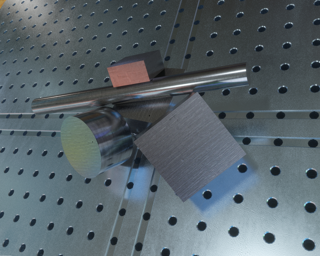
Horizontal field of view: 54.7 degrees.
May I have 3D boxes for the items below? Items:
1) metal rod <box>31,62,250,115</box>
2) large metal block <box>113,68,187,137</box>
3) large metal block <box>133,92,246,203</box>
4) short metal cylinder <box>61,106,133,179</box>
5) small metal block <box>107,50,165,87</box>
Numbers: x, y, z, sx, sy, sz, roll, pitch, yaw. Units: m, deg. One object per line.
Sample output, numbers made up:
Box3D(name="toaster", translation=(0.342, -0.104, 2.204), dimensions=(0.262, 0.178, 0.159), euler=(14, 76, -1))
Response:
Box3D(name="metal rod", translation=(-0.043, -0.044, 0.389), dimensions=(0.300, 0.025, 0.025), euler=(-5, 59, 25))
Box3D(name="large metal block", translation=(-0.007, -0.033, 0.411), dimensions=(0.080, 0.050, 0.080), euler=(12, 67, 33))
Box3D(name="large metal block", translation=(0.030, 0.018, 0.334), dimensions=(0.080, 0.050, 0.080), euler=(-39, 95, 2))
Box3D(name="short metal cylinder", translation=(-0.081, 0.017, 0.392), dimensions=(0.080, 0.079, 0.050), euler=(21, 30, 36))
Box3D(name="small metal block", translation=(-0.029, -0.074, 0.385), dimensions=(0.050, 0.025, 0.050), euler=(-6, 24, 25))
